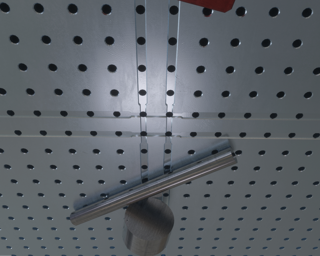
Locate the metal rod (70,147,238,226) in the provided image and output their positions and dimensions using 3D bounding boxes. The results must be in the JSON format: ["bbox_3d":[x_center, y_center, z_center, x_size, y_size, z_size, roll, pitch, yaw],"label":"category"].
[{"bbox_3d":[-0.022,0.099,0.495,0.300,0.025,0.025,-25,126,19],"label":"metal rod"}]

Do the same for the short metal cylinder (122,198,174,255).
[{"bbox_3d":[-0.020,0.163,0.515,0.081,0.080,0.050,7,130,-6],"label":"short metal cylinder"}]

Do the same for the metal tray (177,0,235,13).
[{"bbox_3d":[0.015,-0.164,0.269,0.131,0.030,0.089,11,129,-10],"label":"metal tray"}]
